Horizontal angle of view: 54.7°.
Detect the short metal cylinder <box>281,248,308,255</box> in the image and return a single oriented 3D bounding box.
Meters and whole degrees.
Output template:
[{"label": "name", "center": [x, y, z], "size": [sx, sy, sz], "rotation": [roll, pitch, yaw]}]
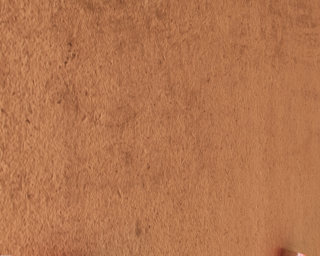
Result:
[{"label": "short metal cylinder", "center": [0.277, 0.274, 0.606], "size": [0.080, 0.080, 0.050], "rotation": [30, 71, -37]}]
